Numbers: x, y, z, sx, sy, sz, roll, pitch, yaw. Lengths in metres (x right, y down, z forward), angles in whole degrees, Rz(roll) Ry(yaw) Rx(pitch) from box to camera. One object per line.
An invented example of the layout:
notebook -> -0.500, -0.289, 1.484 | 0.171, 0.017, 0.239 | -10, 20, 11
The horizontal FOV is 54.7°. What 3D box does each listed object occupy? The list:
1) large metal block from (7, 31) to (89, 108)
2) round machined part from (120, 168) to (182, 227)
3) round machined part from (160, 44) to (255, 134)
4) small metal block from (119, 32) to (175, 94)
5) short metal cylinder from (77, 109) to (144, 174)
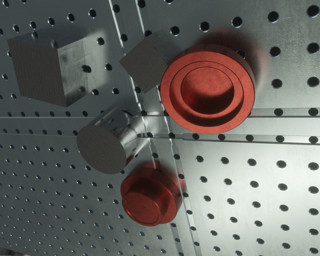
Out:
large metal block -> -0.149, -0.082, 0.423 | 0.080, 0.050, 0.079 | 15, 125, 20
round machined part -> -0.020, 0.113, 0.481 | 0.098, 0.042, 0.097 | 13, 124, 21
round machined part -> 0.053, -0.045, 0.338 | 0.098, 0.042, 0.097 | 8, 125, 12
small metal block -> -0.012, -0.077, 0.370 | 0.050, 0.025, 0.050 | -31, 101, 38
short metal cylinder -> -0.071, 0.019, 0.444 | 0.080, 0.050, 0.079 | 13, 124, 21
